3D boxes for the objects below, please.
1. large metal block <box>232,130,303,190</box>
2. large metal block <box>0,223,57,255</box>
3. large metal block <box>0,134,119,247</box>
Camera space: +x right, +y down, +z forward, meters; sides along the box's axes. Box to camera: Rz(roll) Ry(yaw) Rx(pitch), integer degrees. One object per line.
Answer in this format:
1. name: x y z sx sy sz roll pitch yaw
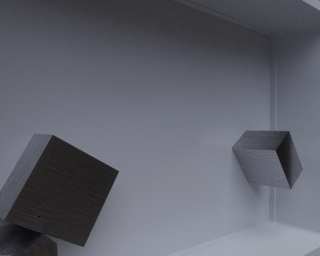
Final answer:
1. large metal block: 0.181 0.051 0.522 0.050 0.080 0.080 -43 116 -31
2. large metal block: -0.126 0.134 0.265 0.050 0.080 0.079 -4 93 -40
3. large metal block: -0.101 0.060 0.306 0.080 0.050 0.080 37 68 -34
